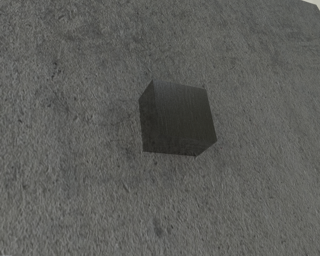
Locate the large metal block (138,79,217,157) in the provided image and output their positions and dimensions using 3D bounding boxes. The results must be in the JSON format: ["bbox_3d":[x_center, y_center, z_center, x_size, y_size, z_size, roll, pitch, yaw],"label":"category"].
[{"bbox_3d":[0.021,-0.011,0.409,0.081,0.050,0.080,8,58,-25],"label":"large metal block"}]
